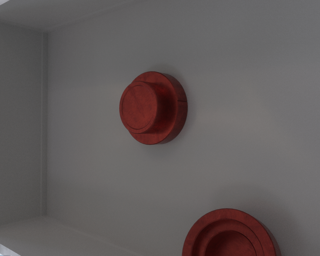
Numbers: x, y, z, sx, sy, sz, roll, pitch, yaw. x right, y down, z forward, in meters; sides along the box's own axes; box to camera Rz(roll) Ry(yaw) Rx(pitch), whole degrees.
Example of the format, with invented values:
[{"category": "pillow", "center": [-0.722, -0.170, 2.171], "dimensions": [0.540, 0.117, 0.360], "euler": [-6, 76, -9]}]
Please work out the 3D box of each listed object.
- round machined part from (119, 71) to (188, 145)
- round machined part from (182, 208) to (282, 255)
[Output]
[{"category": "round machined part", "center": [-0.016, -0.026, 0.409], "dimensions": [0.098, 0.042, 0.097], "euler": [0, 90, 40]}, {"category": "round machined part", "center": [0.075, 0.136, 0.318], "dimensions": [0.098, 0.042, 0.098], "euler": [-17, 57, 28]}]
